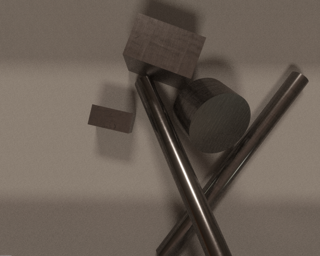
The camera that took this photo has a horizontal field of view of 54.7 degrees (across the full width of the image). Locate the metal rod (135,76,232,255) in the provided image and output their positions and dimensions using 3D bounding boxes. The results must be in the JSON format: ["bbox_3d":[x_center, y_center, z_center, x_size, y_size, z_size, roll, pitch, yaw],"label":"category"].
[{"bbox_3d":[0.032,0.064,0.351,0.025,0.025,0.299,-23,65,0],"label":"metal rod"}]

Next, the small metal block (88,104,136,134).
[{"bbox_3d":[-0.060,-0.011,0.398,0.050,0.050,0.025,13,90,-1],"label":"small metal block"}]

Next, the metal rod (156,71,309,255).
[{"bbox_3d":[0.096,0.051,0.412,0.025,0.025,0.300,38,90,-1],"label":"metal rod"}]

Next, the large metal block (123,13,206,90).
[{"bbox_3d":[0.004,-0.089,0.383,0.080,0.080,0.050,20,87,0],"label":"large metal block"}]

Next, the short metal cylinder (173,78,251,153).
[{"bbox_3d":[0.062,-0.016,0.381,0.081,0.050,0.079,-10,122,-17],"label":"short metal cylinder"}]
